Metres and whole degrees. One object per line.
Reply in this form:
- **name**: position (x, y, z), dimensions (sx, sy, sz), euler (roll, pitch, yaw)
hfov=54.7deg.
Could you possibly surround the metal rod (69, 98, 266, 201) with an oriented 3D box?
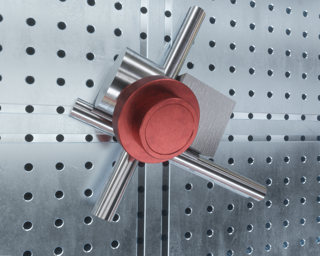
- **metal rod**: position (0.024, 0.037, 0.422), dimensions (0.302, 0.025, 0.025), euler (26, 81, -19)

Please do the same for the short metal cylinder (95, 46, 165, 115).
- **short metal cylinder**: position (-0.037, -0.049, 0.370), dimensions (0.050, 0.080, 0.080), euler (26, 81, -19)

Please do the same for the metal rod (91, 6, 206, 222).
- **metal rod**: position (-0.007, -0.030, 0.390), dimensions (0.025, 0.025, 0.300), euler (30, 73, -18)

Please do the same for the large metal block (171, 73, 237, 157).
- **large metal block**: position (0.042, -0.016, 0.412), dimensions (0.080, 0.050, 0.080), euler (27, 81, -18)

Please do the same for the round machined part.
- **round machined part**: position (0.002, -0.005, 0.335), dimensions (0.099, 0.042, 0.097), euler (-10, 114, -24)
